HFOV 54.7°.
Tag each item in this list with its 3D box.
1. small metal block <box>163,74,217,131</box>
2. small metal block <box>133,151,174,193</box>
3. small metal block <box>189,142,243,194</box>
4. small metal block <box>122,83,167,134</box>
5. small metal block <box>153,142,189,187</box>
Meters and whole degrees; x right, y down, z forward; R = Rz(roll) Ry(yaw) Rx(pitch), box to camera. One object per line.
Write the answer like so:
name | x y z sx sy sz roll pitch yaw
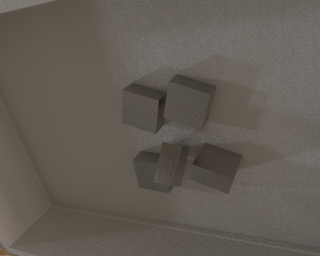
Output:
small metal block | 0.035 -0.031 0.371 0.050 0.025 0.050 20 126 16
small metal block | -0.007 0.064 0.452 0.050 0.025 0.050 5 121 25
small metal block | 0.070 0.049 0.386 0.050 0.050 0.025 19 126 17
small metal block | -0.021 -0.026 0.404 0.050 0.025 0.050 18 126 17
small metal block | 0.016 0.048 0.399 0.025 0.050 0.050 11 83 16
